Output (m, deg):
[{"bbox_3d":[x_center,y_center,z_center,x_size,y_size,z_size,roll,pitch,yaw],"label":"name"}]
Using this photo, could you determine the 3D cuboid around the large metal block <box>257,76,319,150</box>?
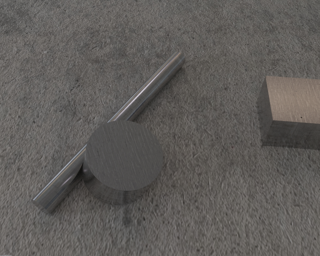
[{"bbox_3d":[0.177,-0.020,0.405,0.080,0.050,0.080,5,50,4],"label":"large metal block"}]

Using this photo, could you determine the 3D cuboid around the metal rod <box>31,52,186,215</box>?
[{"bbox_3d":[-0.049,-0.013,0.413,0.025,0.025,0.301,25,54,20],"label":"metal rod"}]

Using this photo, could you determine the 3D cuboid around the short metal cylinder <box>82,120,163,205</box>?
[{"bbox_3d":[-0.042,0.038,0.340,0.081,0.050,0.080,8,58,-14],"label":"short metal cylinder"}]
